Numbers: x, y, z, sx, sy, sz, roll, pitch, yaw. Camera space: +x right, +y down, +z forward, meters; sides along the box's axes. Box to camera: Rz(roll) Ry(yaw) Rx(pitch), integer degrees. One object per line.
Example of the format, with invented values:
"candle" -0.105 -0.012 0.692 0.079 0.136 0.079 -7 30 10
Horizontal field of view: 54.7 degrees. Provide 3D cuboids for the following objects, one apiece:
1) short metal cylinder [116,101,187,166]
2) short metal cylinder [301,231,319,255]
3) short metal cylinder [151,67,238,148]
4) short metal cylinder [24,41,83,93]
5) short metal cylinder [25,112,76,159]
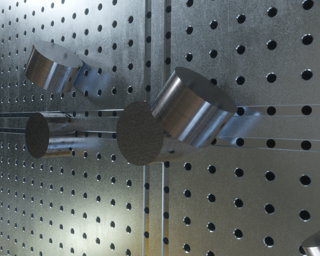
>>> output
"short metal cylinder" -0.010 0.007 0.400 0.080 0.050 0.079 0 90 39
"short metal cylinder" 0.162 0.101 0.240 0.080 0.081 0.050 -36 68 34
"short metal cylinder" 0.037 -0.024 0.342 0.080 0.081 0.050 49 119 28
"short metal cylinder" -0.177 -0.102 0.516 0.080 0.081 0.050 47 118 29
"short metal cylinder" -0.196 0.013 0.551 0.080 0.050 0.079 0 90 39
